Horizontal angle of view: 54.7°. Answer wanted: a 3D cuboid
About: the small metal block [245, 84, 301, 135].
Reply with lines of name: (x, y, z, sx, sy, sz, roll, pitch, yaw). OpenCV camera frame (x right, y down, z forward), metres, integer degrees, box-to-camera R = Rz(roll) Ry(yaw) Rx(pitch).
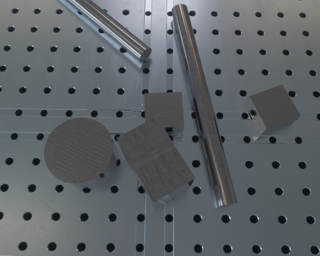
small metal block: (0.152, -0.025, 0.422, 0.050, 0.025, 0.050, -20, 71, -7)

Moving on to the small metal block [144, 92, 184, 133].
small metal block: (0.005, -0.020, 0.419, 0.050, 0.025, 0.050, -2, 70, -1)

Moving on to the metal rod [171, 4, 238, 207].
metal rod: (0.056, -0.044, 0.428, 0.025, 0.025, 0.299, -9, 70, -4)

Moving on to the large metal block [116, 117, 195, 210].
large metal block: (-0.005, 0.045, 0.366, 0.050, 0.080, 0.080, -29, 73, -10)

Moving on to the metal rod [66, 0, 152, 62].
metal rod: (-0.131, -0.202, 0.484, 0.300, 0.025, 0.025, 41, 75, 13)

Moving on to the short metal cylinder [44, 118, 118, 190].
short metal cylinder: (-0.095, 0.033, 0.386, 0.081, 0.050, 0.080, 0, 70, 0)
